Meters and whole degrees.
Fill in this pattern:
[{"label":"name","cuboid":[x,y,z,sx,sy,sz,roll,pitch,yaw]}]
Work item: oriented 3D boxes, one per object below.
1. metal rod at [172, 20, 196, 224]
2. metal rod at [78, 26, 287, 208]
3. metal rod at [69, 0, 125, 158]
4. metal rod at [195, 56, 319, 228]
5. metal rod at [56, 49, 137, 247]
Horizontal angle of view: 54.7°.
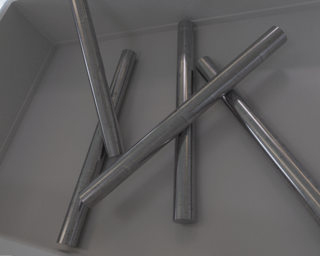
[{"label":"metal rod","cuboid":[0.033,-0.029,0.406,0.025,0.025,0.299,-11,57,22]},{"label":"metal rod","cuboid":[0.027,-0.013,0.365,0.300,0.025,0.025,-41,51,0]},{"label":"metal rod","cuboid":[-0.097,-0.105,0.439,0.025,0.025,0.299,-18,81,18]},{"label":"metal rod","cuboid":[0.116,0.015,0.335,0.025,0.025,0.300,-33,51,6]},{"label":"metal rod","cuboid":[-0.082,0.011,0.442,0.025,0.025,0.300,-1,61,28]}]
